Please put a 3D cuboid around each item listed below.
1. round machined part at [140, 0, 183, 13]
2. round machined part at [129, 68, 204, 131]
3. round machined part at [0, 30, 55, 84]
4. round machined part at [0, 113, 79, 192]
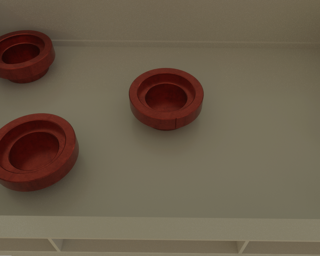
[{"bbox_3d":[0.003,-0.269,0.622,0.099,0.042,0.098,0,50,0],"label":"round machined part"},{"bbox_3d":[0.008,-0.035,0.423,0.099,0.042,0.098,0,50,0],"label":"round machined part"},{"bbox_3d":[-0.213,-0.107,0.482,0.099,0.042,0.098,0,50,0],"label":"round machined part"},{"bbox_3d":[-0.146,0.032,0.366,0.099,0.042,0.098,0,50,0],"label":"round machined part"}]
